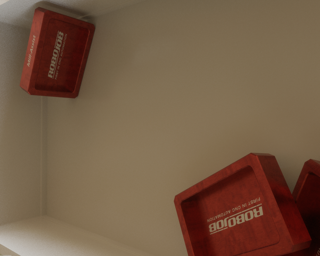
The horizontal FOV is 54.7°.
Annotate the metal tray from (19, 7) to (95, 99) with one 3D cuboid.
[{"bbox_3d":[-0.164,-0.116,0.500,0.030,0.091,0.129,30,109,36],"label":"metal tray"}]

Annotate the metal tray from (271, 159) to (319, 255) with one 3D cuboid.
[{"bbox_3d":[0.136,0.102,0.257,0.090,0.030,0.129,-113,37,-74],"label":"metal tray"}]

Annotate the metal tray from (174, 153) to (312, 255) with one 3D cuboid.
[{"bbox_3d":[0.074,0.092,0.319,0.129,0.030,0.090,-41,54,42],"label":"metal tray"}]

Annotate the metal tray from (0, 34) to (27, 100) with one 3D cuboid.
[{"bbox_3d":[-0.329,-0.130,0.678,0.090,0.030,0.129,-5,87,40],"label":"metal tray"}]
